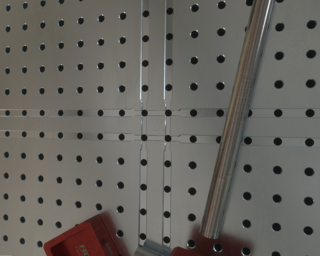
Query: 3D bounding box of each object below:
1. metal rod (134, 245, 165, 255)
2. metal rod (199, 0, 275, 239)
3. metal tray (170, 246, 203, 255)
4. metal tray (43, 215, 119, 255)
[{"bbox_3d":[0.105,0.215,0.375,0.301,0.025,0.025,18,96,18],"label":"metal rod"},{"bbox_3d":[0.094,-0.011,0.379,0.025,0.025,0.298,14,94,19],"label":"metal rod"},{"bbox_3d":[0.047,0.213,0.368,0.090,0.030,0.129,14,116,20],"label":"metal tray"},{"bbox_3d":[-0.101,0.204,0.443,0.090,0.030,0.130,-32,80,16],"label":"metal tray"}]
